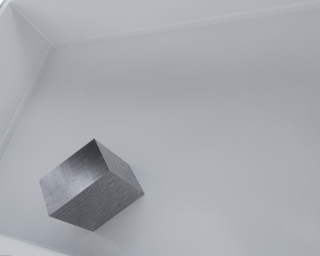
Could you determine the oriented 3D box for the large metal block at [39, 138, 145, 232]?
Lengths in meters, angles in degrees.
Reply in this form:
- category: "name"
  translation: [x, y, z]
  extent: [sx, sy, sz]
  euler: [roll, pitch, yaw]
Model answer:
- category: "large metal block"
  translation: [-0.078, 0.070, 0.367]
  extent: [0.080, 0.080, 0.050]
  euler: [-37, 51, 3]
